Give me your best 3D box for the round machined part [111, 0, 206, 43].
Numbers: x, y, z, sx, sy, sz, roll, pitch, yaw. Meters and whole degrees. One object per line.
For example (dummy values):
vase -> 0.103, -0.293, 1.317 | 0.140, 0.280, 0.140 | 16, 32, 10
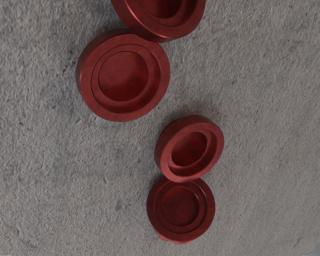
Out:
round machined part -> -0.006, -0.130, 0.295 | 0.099, 0.042, 0.097 | 0, 90, -35

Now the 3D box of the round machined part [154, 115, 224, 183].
round machined part -> 0.036, 0.025, 0.431 | 0.099, 0.042, 0.097 | -14, 124, -21

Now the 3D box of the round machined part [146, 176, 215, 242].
round machined part -> 0.030, 0.117, 0.460 | 0.098, 0.098, 0.042 | -29, 163, -10

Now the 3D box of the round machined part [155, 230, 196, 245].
round machined part -> 0.039, 0.153, 0.512 | 0.099, 0.042, 0.097 | -14, 124, -21

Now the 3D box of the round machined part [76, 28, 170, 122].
round machined part -> -0.042, -0.059, 0.336 | 0.099, 0.042, 0.097 | -14, 124, -21
